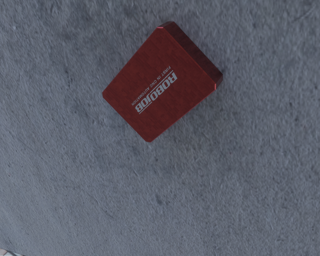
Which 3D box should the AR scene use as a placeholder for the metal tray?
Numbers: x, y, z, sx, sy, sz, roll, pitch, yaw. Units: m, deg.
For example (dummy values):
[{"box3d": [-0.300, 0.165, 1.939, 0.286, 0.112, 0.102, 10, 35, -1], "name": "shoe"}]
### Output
[{"box3d": [-0.002, -0.050, 0.374, 0.090, 0.030, 0.129, 46, 129, -5], "name": "metal tray"}]
